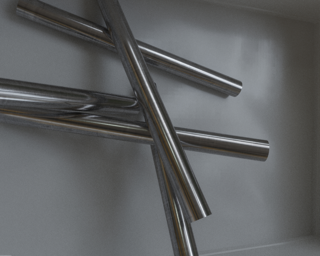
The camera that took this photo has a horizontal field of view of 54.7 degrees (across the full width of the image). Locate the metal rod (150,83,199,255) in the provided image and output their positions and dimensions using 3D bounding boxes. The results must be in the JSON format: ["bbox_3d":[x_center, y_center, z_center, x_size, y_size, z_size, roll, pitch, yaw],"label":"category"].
[{"bbox_3d":[0.015,0.078,0.346,0.025,0.025,0.299,-4,64,-20],"label":"metal rod"}]

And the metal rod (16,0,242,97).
[{"bbox_3d":[-0.023,-0.099,0.402,0.302,0.025,0.025,17,84,-20],"label":"metal rod"}]

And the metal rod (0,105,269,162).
[{"bbox_3d":[-0.030,0.004,0.349,0.302,0.025,0.025,9,87,-1],"label":"metal rod"}]

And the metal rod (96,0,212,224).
[{"bbox_3d":[-0.017,-0.044,0.341,0.025,0.025,0.299,-16,71,-20],"label":"metal rod"}]

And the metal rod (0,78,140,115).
[{"bbox_3d":[-0.138,-0.033,0.292,0.302,0.025,0.025,3,89,-46],"label":"metal rod"}]
